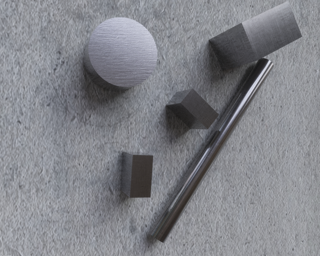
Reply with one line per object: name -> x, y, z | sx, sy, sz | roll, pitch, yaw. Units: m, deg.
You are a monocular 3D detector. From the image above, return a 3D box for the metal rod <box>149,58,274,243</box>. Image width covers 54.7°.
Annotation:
metal rod -> 0.078, 0.023, 0.439 | 0.025, 0.025, 0.300 | 38, 78, -17

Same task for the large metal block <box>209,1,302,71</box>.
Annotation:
large metal block -> 0.129, -0.124, 0.429 | 0.080, 0.080, 0.050 | -29, 100, -18

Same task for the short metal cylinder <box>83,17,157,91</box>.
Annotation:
short metal cylinder -> -0.050, -0.087, 0.378 | 0.081, 0.050, 0.079 | 0, 90, -21

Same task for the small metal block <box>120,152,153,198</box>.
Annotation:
small metal block -> -0.030, 0.056, 0.386 | 0.025, 0.050, 0.050 | 4, 89, -20

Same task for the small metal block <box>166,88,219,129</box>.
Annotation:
small metal block -> 0.042, -0.024, 0.412 | 0.050, 0.050, 0.025 | 43, 77, -16
